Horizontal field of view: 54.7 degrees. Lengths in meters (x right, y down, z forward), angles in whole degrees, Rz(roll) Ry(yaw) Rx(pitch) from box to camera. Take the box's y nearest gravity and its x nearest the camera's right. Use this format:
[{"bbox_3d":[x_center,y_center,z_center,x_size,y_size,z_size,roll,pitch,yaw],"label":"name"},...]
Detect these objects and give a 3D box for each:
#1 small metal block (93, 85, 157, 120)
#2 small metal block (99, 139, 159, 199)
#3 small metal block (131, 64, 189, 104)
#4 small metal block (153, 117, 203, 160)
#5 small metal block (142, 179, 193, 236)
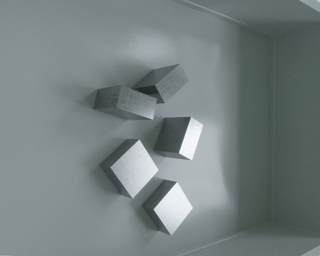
[{"bbox_3d":[-0.040,-0.028,0.358,0.050,0.050,0.025,17,79,-39],"label":"small metal block"},{"bbox_3d":[-0.037,0.049,0.378,0.050,0.025,0.050,-45,117,-31],"label":"small metal block"},{"bbox_3d":[-0.001,-0.054,0.391,0.050,0.050,0.025,-45,117,-31],"label":"small metal block"},{"bbox_3d":[0.024,0.013,0.413,0.025,0.050,0.050,32,70,-36],"label":"small metal block"},{"bbox_3d":[0.011,0.106,0.418,0.050,0.025,0.050,-44,117,-31],"label":"small metal block"}]
